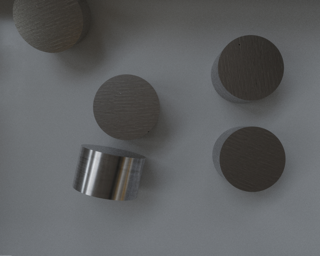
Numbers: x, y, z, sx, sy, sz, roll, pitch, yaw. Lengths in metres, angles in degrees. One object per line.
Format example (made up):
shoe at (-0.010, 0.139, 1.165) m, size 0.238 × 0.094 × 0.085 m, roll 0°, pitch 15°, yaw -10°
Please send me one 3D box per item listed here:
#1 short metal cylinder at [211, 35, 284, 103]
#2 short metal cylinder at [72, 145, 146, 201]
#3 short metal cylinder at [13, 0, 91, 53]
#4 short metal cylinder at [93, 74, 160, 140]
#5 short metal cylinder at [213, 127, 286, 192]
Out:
short metal cylinder at (0.110, -0.073, 0.400) m, size 0.081 × 0.050 × 0.079 m, roll 0°, pitch 90°, yaw -1°
short metal cylinder at (-0.062, 0.053, 0.383) m, size 0.080 × 0.080 × 0.050 m, roll 12°, pitch 90°, yaw -1°
short metal cylinder at (-0.130, -0.138, 0.383) m, size 0.081 × 0.050 × 0.079 m, roll -1°, pitch 113°, yaw -1°
short metal cylinder at (-0.041, -0.025, 0.398) m, size 0.081 × 0.050 × 0.079 m, roll 0°, pitch 90°, yaw -1°
short metal cylinder at (0.112, 0.038, 0.400) m, size 0.081 × 0.050 × 0.079 m, roll 0°, pitch 90°, yaw -1°
